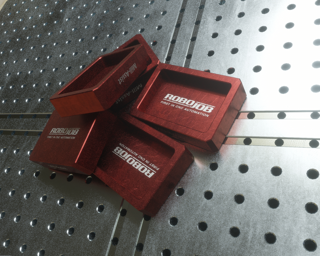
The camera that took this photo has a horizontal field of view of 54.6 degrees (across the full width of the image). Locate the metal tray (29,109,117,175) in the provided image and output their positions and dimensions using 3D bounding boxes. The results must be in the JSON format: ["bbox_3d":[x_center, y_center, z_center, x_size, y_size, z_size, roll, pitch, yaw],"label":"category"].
[{"bbox_3d":[-0.127,0.014,0.442,0.130,0.030,0.090,-1,61,44],"label":"metal tray"}]

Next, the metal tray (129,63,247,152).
[{"bbox_3d":[0.034,-0.032,0.406,0.130,0.030,0.090,20,73,35],"label":"metal tray"}]

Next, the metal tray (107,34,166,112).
[{"bbox_3d":[-0.063,-0.081,0.488,0.130,0.030,0.090,-34,50,5],"label":"metal tray"}]

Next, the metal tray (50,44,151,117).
[{"bbox_3d":[-0.080,-0.069,0.435,0.090,0.030,0.130,-6,35,34],"label":"metal tray"}]

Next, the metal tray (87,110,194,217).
[{"bbox_3d":[-0.034,0.039,0.398,0.130,0.030,0.090,28,78,37],"label":"metal tray"}]
